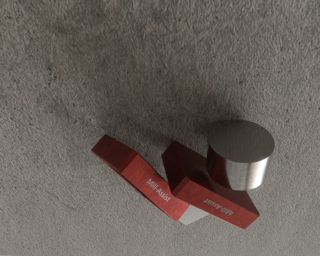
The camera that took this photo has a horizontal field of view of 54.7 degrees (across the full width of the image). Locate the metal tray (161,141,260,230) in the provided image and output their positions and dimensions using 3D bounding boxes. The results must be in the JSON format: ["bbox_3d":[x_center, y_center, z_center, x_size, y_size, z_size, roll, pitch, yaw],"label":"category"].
[{"bbox_3d":[0.068,0.078,0.428,0.131,0.090,0.030,30,110,-23],"label":"metal tray"}]

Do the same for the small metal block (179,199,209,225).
[{"bbox_3d":[0.047,0.134,0.522,0.050,0.025,0.050,-34,123,25],"label":"small metal block"}]

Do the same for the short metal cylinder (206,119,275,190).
[{"bbox_3d":[0.102,0.033,0.401,0.080,0.080,0.050,-2,130,1],"label":"short metal cylinder"}]

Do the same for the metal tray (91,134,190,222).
[{"bbox_3d":[-0.026,0.069,0.424,0.030,0.090,0.130,-50,124,-13],"label":"metal tray"}]
